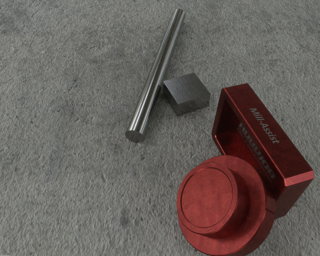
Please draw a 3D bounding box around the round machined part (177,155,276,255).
[{"bbox_3d":[0.055,0.071,0.299,0.098,0.042,0.098,-24,51,33],"label":"round machined part"}]

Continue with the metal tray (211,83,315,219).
[{"bbox_3d":[0.102,0.025,0.340,0.030,0.089,0.130,-13,52,-12],"label":"metal tray"}]

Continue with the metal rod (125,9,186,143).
[{"bbox_3d":[0.002,-0.101,0.487,0.025,0.025,0.300,10,51,8],"label":"metal rod"}]

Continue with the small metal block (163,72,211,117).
[{"bbox_3d":[0.037,-0.049,0.445,0.050,0.025,0.050,-18,53,-15],"label":"small metal block"}]
